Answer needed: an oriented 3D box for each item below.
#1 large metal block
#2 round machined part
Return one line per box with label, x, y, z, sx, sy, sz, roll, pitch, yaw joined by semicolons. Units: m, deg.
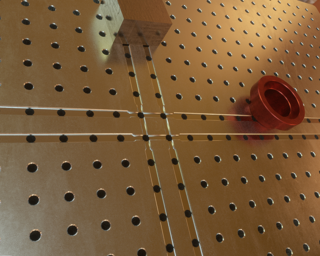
large metal block;-0.038;-0.177;0.481;0.081;0.050;0.080;-6;65;-31
round machined part;0.193;-0.038;0.527;0.099;0.042;0.098;14;56;-21
